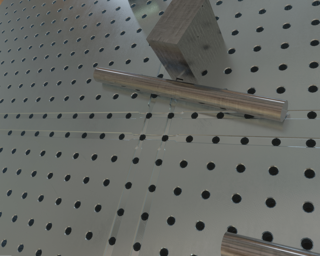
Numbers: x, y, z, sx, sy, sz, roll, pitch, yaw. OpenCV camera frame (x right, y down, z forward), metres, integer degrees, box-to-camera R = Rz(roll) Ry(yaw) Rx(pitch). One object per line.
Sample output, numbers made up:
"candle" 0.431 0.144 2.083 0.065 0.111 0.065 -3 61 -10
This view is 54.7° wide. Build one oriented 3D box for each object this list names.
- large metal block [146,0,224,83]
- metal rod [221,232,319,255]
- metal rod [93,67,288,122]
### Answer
"large metal block" 0.038 -0.122 0.427 0.050 0.080 0.080 21 73 35
"metal rod" 0.194 0.124 0.230 0.300 0.025 0.025 4 64 29
"metal rod" 0.019 -0.054 0.429 0.300 0.025 0.025 16 70 34
